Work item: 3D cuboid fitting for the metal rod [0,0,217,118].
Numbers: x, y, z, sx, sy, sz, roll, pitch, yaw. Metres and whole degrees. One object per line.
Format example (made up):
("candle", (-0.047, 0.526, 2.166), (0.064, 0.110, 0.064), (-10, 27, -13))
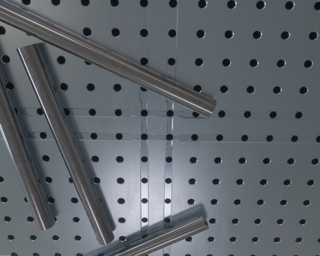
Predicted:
("metal rod", (-0.069, -0.086, 0.381), (0.301, 0.025, 0.025), (24, 108, -9))

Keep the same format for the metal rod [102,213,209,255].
("metal rod", (-0.065, 0.204, 0.487), (0.300, 0.025, 0.025), (-26, 108, 9))

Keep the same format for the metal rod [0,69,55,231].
("metal rod", (-0.197, 0.008, 0.414), (0.025, 0.025, 0.298), (-10, 110, 3))

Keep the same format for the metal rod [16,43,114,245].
("metal rod", (-0.122, 0.036, 0.425), (0.025, 0.025, 0.299), (-15, 110, 5))
